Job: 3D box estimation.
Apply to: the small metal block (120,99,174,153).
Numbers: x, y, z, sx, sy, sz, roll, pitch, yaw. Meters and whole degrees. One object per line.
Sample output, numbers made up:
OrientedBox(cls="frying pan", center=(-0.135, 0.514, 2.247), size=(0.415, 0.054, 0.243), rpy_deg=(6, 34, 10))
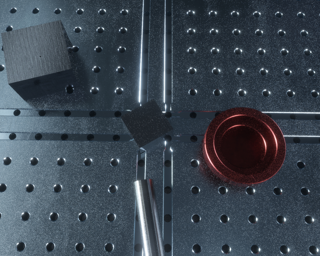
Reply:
OrientedBox(cls="small metal block", center=(-0.017, -0.003, 0.412), size=(0.050, 0.025, 0.050), rpy_deg=(-29, 73, -11))

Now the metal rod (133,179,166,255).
OrientedBox(cls="metal rod", center=(0.005, 0.205, 0.336), size=(0.025, 0.025, 0.299), rpy_deg=(-9, 70, -4))

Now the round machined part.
OrientedBox(cls="round machined part", center=(0.103, 0.026, 0.394), size=(0.099, 0.042, 0.098), rpy_deg=(0, 70, -1))

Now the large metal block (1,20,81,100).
OrientedBox(cls="large metal block", center=(-0.164, -0.094, 0.431), size=(0.081, 0.050, 0.080), rpy_deg=(-15, 71, -6))
